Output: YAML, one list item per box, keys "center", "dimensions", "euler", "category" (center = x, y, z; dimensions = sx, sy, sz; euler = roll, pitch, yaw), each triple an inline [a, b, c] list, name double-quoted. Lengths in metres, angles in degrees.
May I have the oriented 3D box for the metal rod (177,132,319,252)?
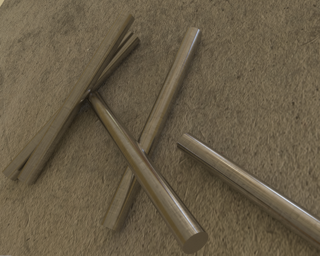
- center: [0.127, 0.084, 0.285]
  dimensions: [0.300, 0.025, 0.025]
  euler: [35, 81, 38]
  category: "metal rod"

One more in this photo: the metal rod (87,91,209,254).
- center: [-0.036, 0.025, 0.373]
  dimensions: [0.025, 0.025, 0.300]
  euler: [-42, 40, -1]
  category: "metal rod"

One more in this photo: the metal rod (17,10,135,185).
- center: [-0.126, -0.050, 0.477]
  dimensions: [0.025, 0.025, 0.299]
  euler: [26, 83, 37]
  category: "metal rod"

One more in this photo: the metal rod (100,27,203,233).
- center: [-0.003, -0.012, 0.413]
  dimensions: [0.025, 0.025, 0.300]
  euler: [10, 66, 32]
  category: "metal rod"

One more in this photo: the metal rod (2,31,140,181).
- center: [-0.139, -0.039, 0.501]
  dimensions: [0.025, 0.025, 0.300]
  euler: [34, 81, 38]
  category: "metal rod"
